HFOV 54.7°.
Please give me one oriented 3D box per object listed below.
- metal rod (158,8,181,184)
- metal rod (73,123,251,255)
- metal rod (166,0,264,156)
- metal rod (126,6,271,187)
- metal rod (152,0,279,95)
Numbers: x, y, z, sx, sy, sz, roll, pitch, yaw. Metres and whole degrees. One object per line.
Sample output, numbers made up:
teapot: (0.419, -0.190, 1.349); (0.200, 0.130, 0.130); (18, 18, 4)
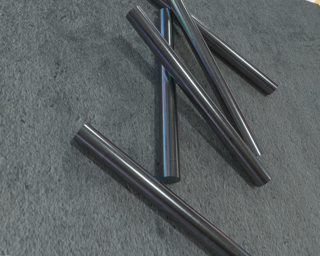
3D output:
metal rod: (0.011, -0.066, 0.449); (0.025, 0.025, 0.299); (13, 56, -21)
metal rod: (0.026, 0.099, 0.357); (0.300, 0.025, 0.025); (39, 51, -2)
metal rod: (0.081, -0.091, 0.487); (0.025, 0.025, 0.299); (-16, 75, -34)
metal rod: (0.054, -0.043, 0.433); (0.300, 0.025, 0.025); (52, 51, -1)
metal rod: (0.085, -0.162, 0.547); (0.300, 0.025, 0.025); (38, 51, -2)
